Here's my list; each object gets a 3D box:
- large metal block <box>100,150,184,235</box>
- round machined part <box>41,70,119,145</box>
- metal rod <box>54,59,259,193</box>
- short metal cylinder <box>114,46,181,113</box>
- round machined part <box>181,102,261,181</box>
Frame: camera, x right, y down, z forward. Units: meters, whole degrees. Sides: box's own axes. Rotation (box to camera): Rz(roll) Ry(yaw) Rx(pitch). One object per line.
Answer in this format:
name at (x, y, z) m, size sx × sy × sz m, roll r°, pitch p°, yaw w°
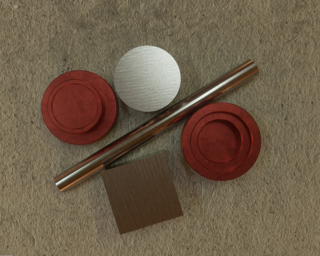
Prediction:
large metal block at (-0.022, 0.079, 0.399) m, size 0.080 × 0.050 × 0.080 m, roll -17°, pitch 90°, yaw 0°
round machined part at (-0.105, -0.027, 0.401) m, size 0.099 × 0.042 × 0.097 m, roll 0°, pitch 90°, yaw 0°
metal rod at (-0.004, -0.003, 0.412) m, size 0.301 × 0.025 × 0.025 m, roll -31°, pitch 90°, yaw 0°
short metal cylinder at (-0.015, -0.060, 0.398) m, size 0.081 × 0.050 × 0.079 m, roll 0°, pitch 90°, yaw 0°
round machined part at (0.076, 0.017, 0.403) m, size 0.099 × 0.042 × 0.097 m, roll 0°, pitch 90°, yaw 0°
